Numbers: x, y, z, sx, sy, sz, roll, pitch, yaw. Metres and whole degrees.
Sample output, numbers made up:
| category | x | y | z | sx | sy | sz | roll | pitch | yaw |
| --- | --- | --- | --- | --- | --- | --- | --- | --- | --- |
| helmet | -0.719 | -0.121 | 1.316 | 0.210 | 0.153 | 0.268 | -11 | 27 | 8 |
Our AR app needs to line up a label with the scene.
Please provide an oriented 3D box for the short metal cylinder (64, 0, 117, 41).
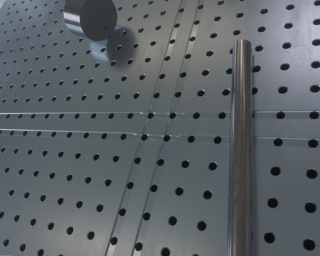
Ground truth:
| category | x | y | z | sx | sy | sz | roll | pitch | yaw |
| --- | --- | --- | --- | --- | --- | --- | --- | --- | --- |
| short metal cylinder | -0.126 | -0.203 | 0.564 | 0.050 | 0.080 | 0.080 | 26 | 76 | 37 |

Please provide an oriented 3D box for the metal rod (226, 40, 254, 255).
| category | x | y | z | sx | sy | sz | roll | pitch | yaw |
| --- | --- | --- | --- | --- | --- | --- | --- | --- | --- |
| metal rod | 0.091 | 0.021 | 0.347 | 0.025 | 0.025 | 0.299 | -6 | 59 | 25 |
